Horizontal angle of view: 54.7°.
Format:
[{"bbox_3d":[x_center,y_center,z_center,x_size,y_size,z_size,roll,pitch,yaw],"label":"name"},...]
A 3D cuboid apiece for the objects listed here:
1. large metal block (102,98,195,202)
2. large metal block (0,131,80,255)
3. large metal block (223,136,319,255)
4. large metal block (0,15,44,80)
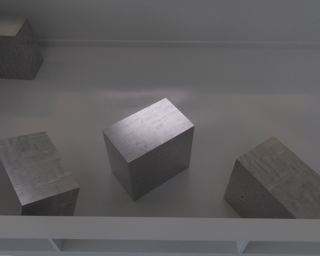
[{"bbox_3d":[-0.012,0.025,0.348,0.081,0.080,0.050,-29,56,-22],"label":"large metal block"},{"bbox_3d":[-0.127,0.063,0.307,0.050,0.079,0.080,-13,48,-39],"label":"large metal block"},{"bbox_3d":[0.116,0.069,0.312,0.050,0.080,0.080,-28,55,-21],"label":"large metal block"},{"bbox_3d":[-0.235,-0.121,0.469,0.080,0.080,0.050,3,50,3],"label":"large metal block"}]
